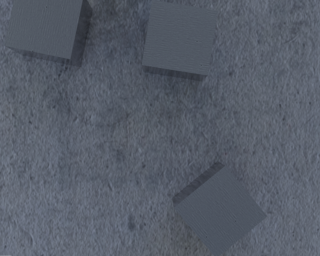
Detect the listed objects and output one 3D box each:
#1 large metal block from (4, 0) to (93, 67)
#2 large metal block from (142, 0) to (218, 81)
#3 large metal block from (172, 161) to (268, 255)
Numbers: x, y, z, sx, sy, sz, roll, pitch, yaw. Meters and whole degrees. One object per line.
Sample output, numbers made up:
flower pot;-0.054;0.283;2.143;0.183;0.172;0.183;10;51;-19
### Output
large metal block;-0.139;-0.129;0.396;0.080;0.050;0.080;12;90;-1
large metal block;0.024;-0.109;0.398;0.081;0.050;0.080;9;90;-1
large metal block;0.073;0.101;0.399;0.080;0.050;0.080;-40;91;0
